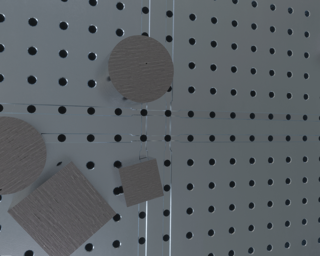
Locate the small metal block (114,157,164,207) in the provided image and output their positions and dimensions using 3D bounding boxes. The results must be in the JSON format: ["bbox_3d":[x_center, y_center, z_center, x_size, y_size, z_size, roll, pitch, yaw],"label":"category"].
[{"bbox_3d":[-0.027,0.069,0.403,0.050,0.025,0.050,-13,95,-20],"label":"small metal block"}]

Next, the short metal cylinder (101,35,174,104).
[{"bbox_3d":[-0.029,-0.070,0.389,0.081,0.050,0.079,0,90,-20],"label":"short metal cylinder"}]

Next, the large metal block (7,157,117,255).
[{"bbox_3d":[-0.111,0.092,0.359,0.080,0.050,0.080,-40,103,-16],"label":"large metal block"}]

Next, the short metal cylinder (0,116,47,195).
[{"bbox_3d":[-0.167,0.028,0.338,0.081,0.050,0.079,0,90,-20],"label":"short metal cylinder"}]
